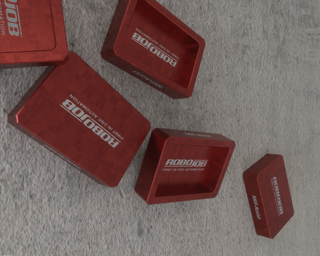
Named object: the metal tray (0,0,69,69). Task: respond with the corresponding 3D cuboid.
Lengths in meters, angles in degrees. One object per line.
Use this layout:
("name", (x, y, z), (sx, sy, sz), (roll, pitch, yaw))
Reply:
("metal tray", (-0.134, -0.119, 0.267), (0.091, 0.030, 0.129), (-8, 96, -17))

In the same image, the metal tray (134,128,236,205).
("metal tray", (0.037, 0.051, 0.412), (0.131, 0.030, 0.089), (6, 107, -40))

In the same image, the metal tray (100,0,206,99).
("metal tray", (-0.003, -0.103, 0.398), (0.131, 0.030, 0.090), (25, 74, -37))

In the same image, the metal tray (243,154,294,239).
("metal tray", (0.202, 0.123, 0.571), (0.091, 0.030, 0.129), (-27, 107, -37))

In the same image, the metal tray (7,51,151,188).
("metal tray", (-0.079, -0.006, 0.335), (0.130, 0.030, 0.090), (43, 64, -31))
